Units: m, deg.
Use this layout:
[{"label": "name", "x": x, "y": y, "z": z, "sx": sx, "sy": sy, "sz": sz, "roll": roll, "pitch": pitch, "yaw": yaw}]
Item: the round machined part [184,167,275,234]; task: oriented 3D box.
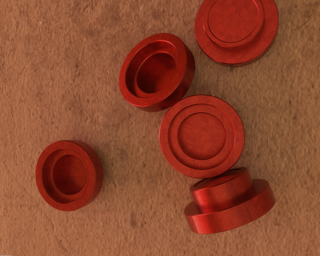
[{"label": "round machined part", "x": 0.072, "y": 0.075, "z": 0.343, "sx": 0.098, "sy": 0.098, "sz": 0.042, "roll": -22, "pitch": 88, "yaw": 18}]

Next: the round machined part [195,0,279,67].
[{"label": "round machined part", "x": 0.089, "y": -0.124, "z": 0.368, "sx": 0.098, "sy": 0.042, "sz": 0.097, "roll": 0, "pitch": 90, "yaw": 19}]

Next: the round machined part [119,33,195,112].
[{"label": "round machined part", "x": 0.000, "y": -0.065, "z": 0.387, "sx": 0.098, "sy": 0.042, "sz": 0.098, "roll": -12, "pitch": 66, "yaw": 29}]

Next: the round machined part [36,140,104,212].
[{"label": "round machined part", "x": -0.124, "y": 0.065, "z": 0.442, "sx": 0.098, "sy": 0.042, "sz": 0.097, "roll": 0, "pitch": 90, "yaw": 19}]

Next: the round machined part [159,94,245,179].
[{"label": "round machined part", "x": 0.051, "y": 0.009, "z": 0.376, "sx": 0.098, "sy": 0.042, "sz": 0.097, "roll": 0, "pitch": 92, "yaw": 10}]
